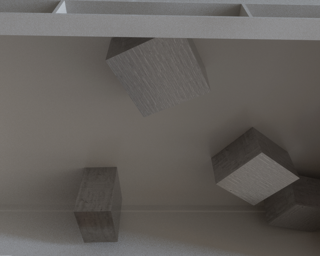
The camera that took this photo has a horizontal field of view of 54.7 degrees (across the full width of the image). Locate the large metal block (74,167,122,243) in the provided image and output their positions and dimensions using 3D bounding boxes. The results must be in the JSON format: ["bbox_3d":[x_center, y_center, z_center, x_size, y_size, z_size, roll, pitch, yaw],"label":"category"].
[{"bbox_3d":[-0.090,0.116,0.471,0.050,0.080,0.079,-1,130,0],"label":"large metal block"}]

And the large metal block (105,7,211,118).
[{"bbox_3d":[0.000,-0.068,0.335,0.080,0.050,0.080,-21,128,16],"label":"large metal block"}]

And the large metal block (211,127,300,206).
[{"bbox_3d":[0.134,0.057,0.443,0.080,0.050,0.080,32,123,-25],"label":"large metal block"}]

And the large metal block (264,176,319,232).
[{"bbox_3d":[0.223,0.120,0.487,0.081,0.050,0.079,12,141,-9],"label":"large metal block"}]
